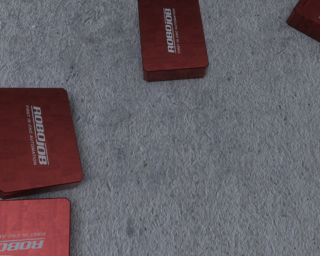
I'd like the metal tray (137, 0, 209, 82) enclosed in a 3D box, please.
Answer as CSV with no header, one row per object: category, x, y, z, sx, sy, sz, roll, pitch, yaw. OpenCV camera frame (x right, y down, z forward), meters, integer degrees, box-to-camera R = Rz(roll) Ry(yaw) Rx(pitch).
metal tray,0.017,-0.134,0.455,0.091,0.030,0.130,-5,70,-2

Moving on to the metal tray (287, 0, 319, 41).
metal tray,0.269,-0.192,0.477,0.090,0.030,0.130,35,73,11

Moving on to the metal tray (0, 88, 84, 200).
metal tray,-0.152,0.014,0.379,0.091,0.030,0.130,-4,67,-31

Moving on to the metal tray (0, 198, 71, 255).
metal tray,-0.167,0.126,0.339,0.131,0.030,0.090,1,68,-16
